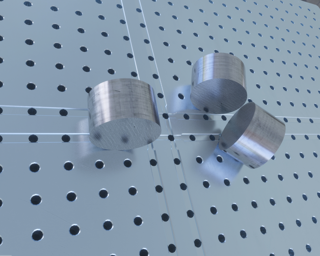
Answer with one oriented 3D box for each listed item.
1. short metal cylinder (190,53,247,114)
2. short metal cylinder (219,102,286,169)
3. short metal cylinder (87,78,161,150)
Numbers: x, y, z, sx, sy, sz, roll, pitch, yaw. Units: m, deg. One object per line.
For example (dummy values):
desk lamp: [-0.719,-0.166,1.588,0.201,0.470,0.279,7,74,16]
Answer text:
short metal cylinder: [0.086,-0.064,0.458,0.081,0.080,0.050,19,54,-17]
short metal cylinder: [0.127,0.010,0.435,0.050,0.080,0.080,32,52,-7]
short metal cylinder: [-0.042,-0.013,0.358,0.081,0.080,0.050,5,60,-26]
